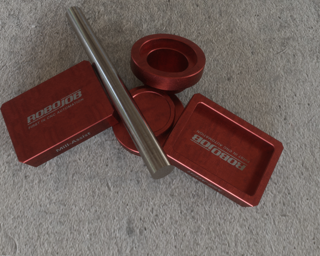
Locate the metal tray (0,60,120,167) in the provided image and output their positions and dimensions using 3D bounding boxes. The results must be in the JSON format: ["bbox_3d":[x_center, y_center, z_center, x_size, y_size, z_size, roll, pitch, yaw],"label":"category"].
[{"bbox_3d":[-0.129,-0.019,0.401,0.130,0.030,0.090,-29,70,-1],"label":"metal tray"}]

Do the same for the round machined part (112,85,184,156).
[{"bbox_3d":[-0.015,-0.014,0.406,0.099,0.042,0.098,0,70,0],"label":"round machined part"}]

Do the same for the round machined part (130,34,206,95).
[{"bbox_3d":[0.009,-0.083,0.419,0.099,0.042,0.098,4,48,-5],"label":"round machined part"}]

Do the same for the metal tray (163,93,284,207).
[{"bbox_3d":[0.076,0.027,0.386,0.130,0.030,0.090,31,72,0],"label":"metal tray"}]

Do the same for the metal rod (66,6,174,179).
[{"bbox_3d":[-0.064,-0.064,0.397,0.025,0.025,0.299,-26,59,-9],"label":"metal rod"}]
